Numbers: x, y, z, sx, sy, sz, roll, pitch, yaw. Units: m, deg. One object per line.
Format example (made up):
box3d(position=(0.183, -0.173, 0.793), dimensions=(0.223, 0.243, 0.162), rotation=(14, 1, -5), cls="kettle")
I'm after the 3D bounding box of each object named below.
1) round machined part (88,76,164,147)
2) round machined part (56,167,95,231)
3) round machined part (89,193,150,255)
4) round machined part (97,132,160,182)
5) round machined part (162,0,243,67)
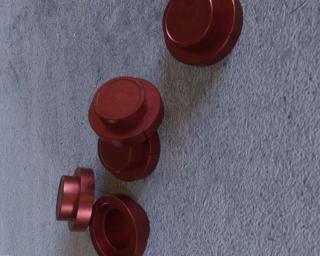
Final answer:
box3d(position=(-0.047, -0.028, 0.399), dimensions=(0.098, 0.042, 0.098), rotation=(-6, 57, 11), cls="round machined part")
box3d(position=(-0.134, 0.108, 0.478), dimensions=(0.098, 0.042, 0.097), rotation=(-170, 90, -67), cls="round machined part")
box3d(position=(-0.053, 0.141, 0.438), dimensions=(0.098, 0.042, 0.097), rotation=(0, 90, 40), cls="round machined part")
box3d(position=(-0.050, 0.027, 0.436), dimensions=(0.098, 0.042, 0.097), rotation=(0, 90, 40), cls="round machined part")
box3d(position=(0.042, -0.123, 0.360), dimensions=(0.098, 0.042, 0.097), rotation=(0, 90, 40), cls="round machined part")
